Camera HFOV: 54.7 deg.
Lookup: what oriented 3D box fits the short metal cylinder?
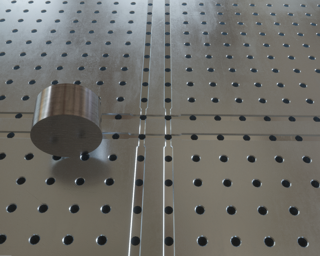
[{"bbox_3d":[-0.112,-0.008,0.377,0.081,0.080,0.050,-6,51,-5],"label":"short metal cylinder"}]
